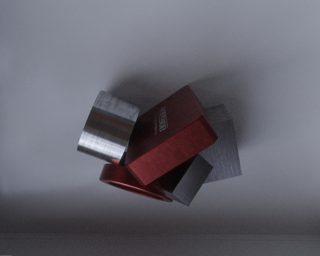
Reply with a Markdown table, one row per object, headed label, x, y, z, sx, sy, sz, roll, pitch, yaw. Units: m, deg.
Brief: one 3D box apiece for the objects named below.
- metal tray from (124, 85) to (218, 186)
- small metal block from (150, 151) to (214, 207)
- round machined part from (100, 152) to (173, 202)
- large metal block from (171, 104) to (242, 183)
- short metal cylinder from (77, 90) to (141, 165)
| label | x | y | z | sx | sy | sz | roll | pitch | yaw |
| --- | --- | --- | --- | --- | --- | --- | --- | --- | --- |
| metal tray | 0.009 | 0.001 | 0.354 | 0.090 | 0.130 | 0.030 | -33 | 108 | 11 |
| small metal block | 0.023 | 0.053 | 0.344 | 0.025 | 0.050 | 0.050 | 43 | 73 | -21 |
| round machined part | -0.025 | 0.062 | 0.403 | 0.099 | 0.098 | 0.042 | 19 | 74 | -8 |
| large metal block | 0.054 | 0.023 | 0.398 | 0.080 | 0.050 | 0.080 | -13 | 114 | 4 |
| short metal cylinder | -0.062 | 0.000 | 0.379 | 0.050 | 0.080 | 0.079 | 21 | 109 | -8 |
